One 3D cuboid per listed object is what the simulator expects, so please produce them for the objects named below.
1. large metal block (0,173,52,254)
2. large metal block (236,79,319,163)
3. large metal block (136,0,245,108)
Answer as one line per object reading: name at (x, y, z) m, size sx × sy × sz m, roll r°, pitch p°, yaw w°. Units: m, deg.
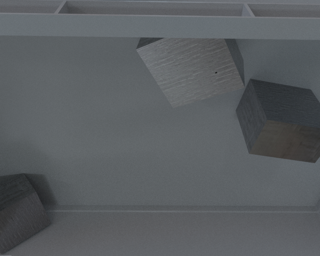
large metal block at (-0.226, 0.130, 0.474) m, size 0.081 × 0.050 × 0.079 m, roll -30°, pitch 135°, yaw -28°
large metal block at (0.144, -0.010, 0.366) m, size 0.081 × 0.080 × 0.050 m, roll 9°, pitch 130°, yaw -7°
large metal block at (0.035, -0.075, 0.320) m, size 0.080 × 0.050 × 0.080 m, roll -15°, pitch 130°, yaw 26°
